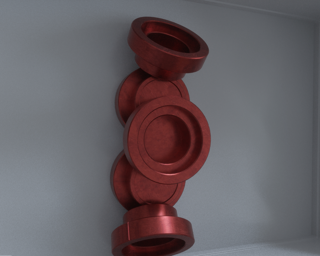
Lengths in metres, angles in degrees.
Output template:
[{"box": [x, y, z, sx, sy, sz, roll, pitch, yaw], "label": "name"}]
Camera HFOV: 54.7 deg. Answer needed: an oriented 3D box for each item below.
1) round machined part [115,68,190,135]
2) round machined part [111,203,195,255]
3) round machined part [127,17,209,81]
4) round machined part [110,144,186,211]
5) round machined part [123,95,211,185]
[{"box": [-0.005, -0.032, 0.398, 0.099, 0.042, 0.097, 0, 90, -21], "label": "round machined part"}, {"box": [-0.010, 0.126, 0.378, 0.099, 0.097, 0.042, 7, 50, -20], "label": "round machined part"}, {"box": [0.007, -0.095, 0.384, 0.099, 0.098, 0.042, 8, 130, -20], "label": "round machined part"}, {"box": [-0.011, 0.065, 0.396, 0.099, 0.042, 0.097, 0, 90, -21], "label": "round machined part"}, {"box": [0.005, 0.013, 0.357, 0.099, 0.042, 0.097, 0, 90, -21], "label": "round machined part"}]
